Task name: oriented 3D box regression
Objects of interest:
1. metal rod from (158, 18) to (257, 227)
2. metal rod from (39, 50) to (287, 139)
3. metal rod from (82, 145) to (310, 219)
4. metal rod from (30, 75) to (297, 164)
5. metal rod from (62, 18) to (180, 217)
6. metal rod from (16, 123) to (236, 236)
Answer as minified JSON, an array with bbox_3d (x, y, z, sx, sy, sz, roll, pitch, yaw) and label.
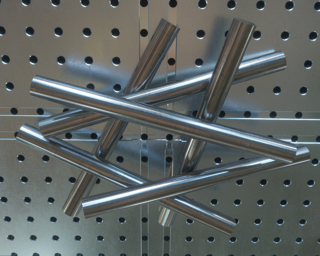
[{"bbox_3d":[0.048,0.014,0.392,0.025,0.025,0.298,15,119,-6],"label":"metal rod"},{"bbox_3d":[0.006,-0.041,0.376,0.301,0.025,0.025,-16,110,-3],"label":"metal rod"},{"bbox_3d":[0.055,0.065,0.397,0.302,0.025,0.025,-12,111,-12],"label":"metal rod"},{"bbox_3d":[0.008,-0.008,0.352,0.302,0.025,0.025,15,109,-5],"label":"metal rod"},{"bbox_3d":[-0.059,-0.001,0.412,0.025,0.025,0.299,27,108,-10],"label":"metal rod"},{"bbox_3d":[-0.040,0.070,0.406,0.301,0.025,0.025,25,108,-5],"label":"metal rod"}]
